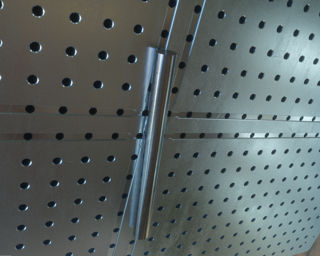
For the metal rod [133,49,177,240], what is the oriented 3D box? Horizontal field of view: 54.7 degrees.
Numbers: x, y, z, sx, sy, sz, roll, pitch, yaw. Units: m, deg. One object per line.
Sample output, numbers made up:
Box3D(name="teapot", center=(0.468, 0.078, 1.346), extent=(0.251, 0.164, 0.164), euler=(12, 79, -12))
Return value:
Box3D(name="metal rod", center=(-0.012, 0.041, 0.431), extent=(0.025, 0.025, 0.298), euler=(-6, 121, -26))
